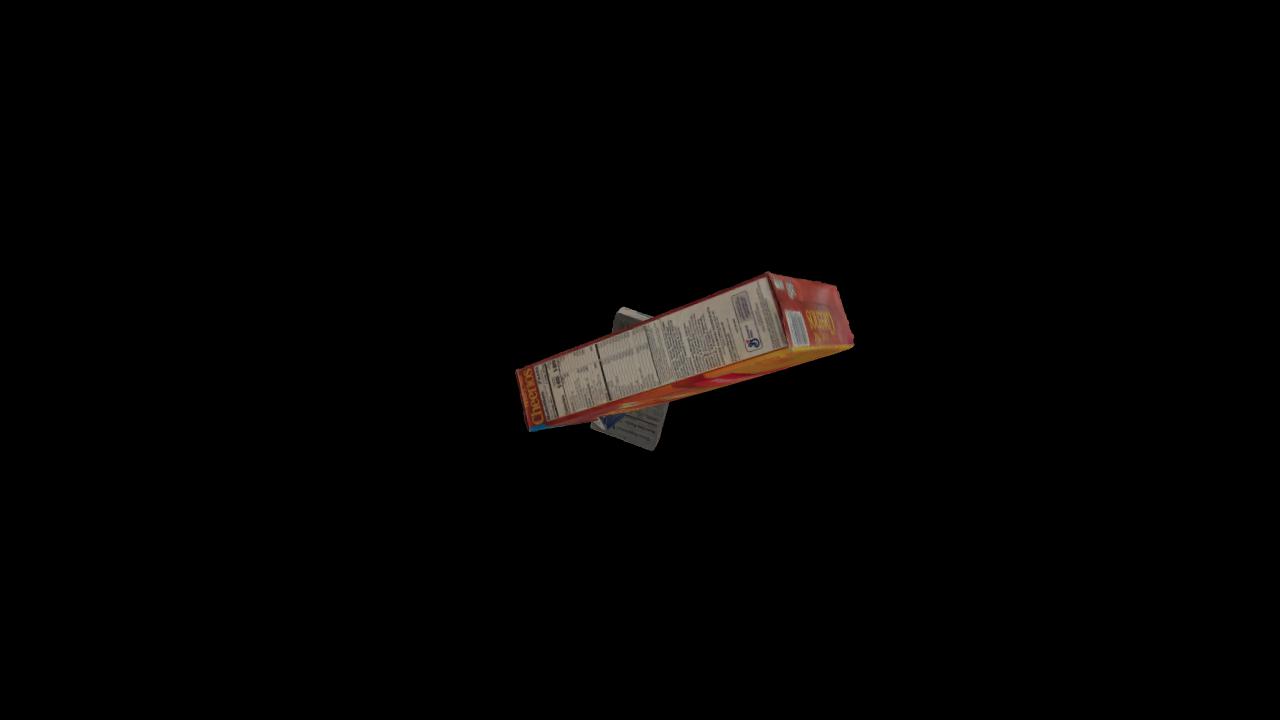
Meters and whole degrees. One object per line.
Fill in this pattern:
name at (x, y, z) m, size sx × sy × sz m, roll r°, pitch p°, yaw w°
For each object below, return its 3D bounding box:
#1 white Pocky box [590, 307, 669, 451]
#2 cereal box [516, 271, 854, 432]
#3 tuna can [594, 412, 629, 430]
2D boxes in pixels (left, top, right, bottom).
white Pocky box at (-0.002, 0.023, 0.700) m, size 0.084 × 0.154 × 0.028 m, roll 19°, pitch 26°, yaw 11°
cereal box at (0.046, -0.001, 0.654) m, size 0.306 × 0.081 × 0.203 m, roll -20°, pitch -8°, yaw 32°
tuna can at (-0.051, 0.038, 0.686) m, size 0.034 × 0.084 × 0.084 m, roll -38°, pitch 9°, yaw -12°
